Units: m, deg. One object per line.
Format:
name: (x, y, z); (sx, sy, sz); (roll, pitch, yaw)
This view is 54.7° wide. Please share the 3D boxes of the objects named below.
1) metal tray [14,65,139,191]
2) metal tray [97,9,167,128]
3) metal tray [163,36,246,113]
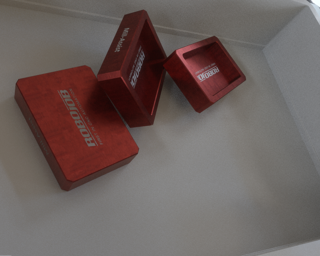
metal tray: (-0.095, -0.005, 0.354); (0.091, 0.030, 0.130); (-22, 74, -36)
metal tray: (-0.028, -0.076, 0.395); (0.090, 0.030, 0.130); (60, 32, -43)
metal tray: (0.073, -0.086, 0.473); (0.090, 0.030, 0.131); (55, 43, 1)
